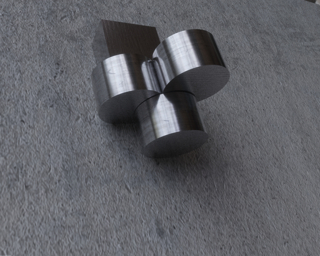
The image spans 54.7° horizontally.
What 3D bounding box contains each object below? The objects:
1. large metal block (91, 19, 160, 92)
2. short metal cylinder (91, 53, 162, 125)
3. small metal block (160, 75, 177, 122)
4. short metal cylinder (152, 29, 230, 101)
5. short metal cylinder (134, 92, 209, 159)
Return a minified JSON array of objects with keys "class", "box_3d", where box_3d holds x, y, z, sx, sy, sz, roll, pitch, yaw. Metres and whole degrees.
[{"class":"large metal block","box_3d":[-0.042,-0.096,0.426,0.081,0.050,0.080,-2,63,-29]},{"class":"short metal cylinder","box_3d":[-0.039,-0.045,0.377,0.081,0.080,0.050,-2,63,-29]},{"class":"small metal block","box_3d":[0.011,-0.038,0.421,0.025,0.050,0.050,1,61,-28]},{"class":"short metal cylinder","box_3d":[0.036,-0.070,0.368,0.081,0.080,0.050,-2,63,-29]},{"class":"short metal cylinder","box_3d":[0.013,-0.001,0.378,0.081,0.080,0.050,0,62,-29]}]
